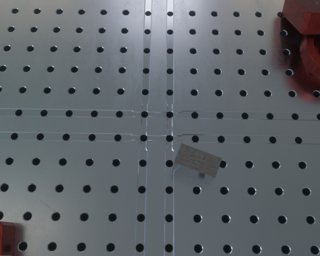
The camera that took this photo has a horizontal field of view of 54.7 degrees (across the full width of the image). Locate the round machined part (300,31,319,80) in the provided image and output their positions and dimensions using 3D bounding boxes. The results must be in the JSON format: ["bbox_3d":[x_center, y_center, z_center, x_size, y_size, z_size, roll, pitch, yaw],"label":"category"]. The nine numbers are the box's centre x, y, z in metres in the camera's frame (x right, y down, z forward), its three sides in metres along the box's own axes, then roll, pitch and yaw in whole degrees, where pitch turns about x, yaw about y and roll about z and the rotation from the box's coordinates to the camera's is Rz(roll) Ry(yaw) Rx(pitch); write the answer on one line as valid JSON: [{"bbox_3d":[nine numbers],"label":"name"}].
[{"bbox_3d":[0.249,-0.105,0.443,0.099,0.042,0.098,0,70,0],"label":"round machined part"}]

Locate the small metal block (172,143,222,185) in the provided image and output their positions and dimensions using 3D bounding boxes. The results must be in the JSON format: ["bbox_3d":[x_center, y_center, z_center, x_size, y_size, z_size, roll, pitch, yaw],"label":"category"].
[{"bbox_3d":[0.044,0.046,0.382,0.050,0.050,0.025,20,72,7],"label":"small metal block"}]

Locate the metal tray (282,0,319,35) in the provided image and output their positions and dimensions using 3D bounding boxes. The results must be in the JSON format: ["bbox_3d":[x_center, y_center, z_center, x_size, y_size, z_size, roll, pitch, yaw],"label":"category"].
[{"bbox_3d":[0.258,-0.167,0.449,0.131,0.030,0.090,-1,39,-1],"label":"metal tray"}]

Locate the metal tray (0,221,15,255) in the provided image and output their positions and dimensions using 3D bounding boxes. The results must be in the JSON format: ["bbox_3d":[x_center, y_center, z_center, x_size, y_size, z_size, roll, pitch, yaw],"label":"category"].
[{"bbox_3d":[-0.216,0.176,0.343,0.091,0.030,0.129,-6,70,-3],"label":"metal tray"}]
